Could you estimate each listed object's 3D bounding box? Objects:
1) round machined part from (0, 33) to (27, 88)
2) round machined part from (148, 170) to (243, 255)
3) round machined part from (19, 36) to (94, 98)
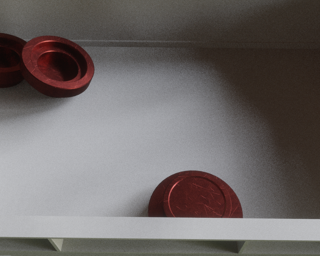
[{"bbox_3d":[-0.239,-0.097,0.462,0.099,0.042,0.098,13,44,-13],"label":"round machined part"},{"bbox_3d":[0.037,0.085,0.322,0.099,0.042,0.098,0,50,0],"label":"round machined part"},{"bbox_3d":[-0.149,-0.083,0.446,0.099,0.042,0.098,16,51,-21],"label":"round machined part"}]
